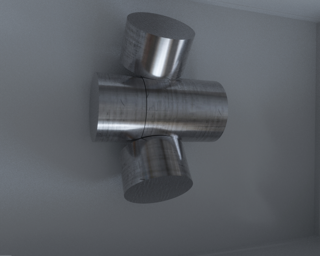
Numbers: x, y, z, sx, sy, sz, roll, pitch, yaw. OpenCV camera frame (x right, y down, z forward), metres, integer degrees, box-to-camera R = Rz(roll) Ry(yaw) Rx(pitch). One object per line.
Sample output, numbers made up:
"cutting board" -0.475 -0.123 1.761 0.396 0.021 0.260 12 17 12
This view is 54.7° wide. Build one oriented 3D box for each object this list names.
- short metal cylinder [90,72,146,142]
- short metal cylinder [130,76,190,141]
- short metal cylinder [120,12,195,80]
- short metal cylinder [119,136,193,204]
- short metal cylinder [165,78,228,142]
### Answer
"short metal cylinder" -0.052 -0.023 0.361 0.050 0.080 0.080 1 90 -20
"short metal cylinder" -0.004 -0.022 0.378 0.050 0.080 0.080 1 90 -20
"short metal cylinder" -0.004 -0.099 0.370 0.081 0.080 0.050 2 127 -20
"short metal cylinder" -0.006 0.052 0.370 0.081 0.080 0.050 0 56 -20
"short metal cylinder" 0.044 -0.022 0.396 0.050 0.080 0.080 1 90 -20
